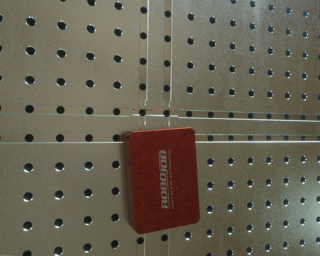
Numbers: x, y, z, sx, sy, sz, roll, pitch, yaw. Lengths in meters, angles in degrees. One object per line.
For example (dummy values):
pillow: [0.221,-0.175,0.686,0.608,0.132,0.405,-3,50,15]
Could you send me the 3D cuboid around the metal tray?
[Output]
metal tray: [0.003,0.066,0.412,0.091,0.030,0.129,-4,92,-20]
